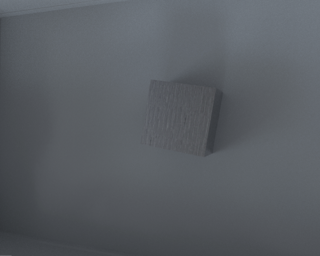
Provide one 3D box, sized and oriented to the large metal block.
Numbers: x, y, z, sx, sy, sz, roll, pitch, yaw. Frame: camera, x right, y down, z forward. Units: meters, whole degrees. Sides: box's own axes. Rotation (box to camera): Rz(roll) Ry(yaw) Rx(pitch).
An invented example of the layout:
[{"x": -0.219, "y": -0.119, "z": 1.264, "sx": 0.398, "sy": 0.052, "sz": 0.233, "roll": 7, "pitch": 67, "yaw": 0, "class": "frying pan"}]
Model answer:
[{"x": 0.028, "y": -0.013, "z": 0.388, "sx": 0.080, "sy": 0.050, "sz": 0.080, "roll": 10, "pitch": 94, "yaw": 19, "class": "large metal block"}]
